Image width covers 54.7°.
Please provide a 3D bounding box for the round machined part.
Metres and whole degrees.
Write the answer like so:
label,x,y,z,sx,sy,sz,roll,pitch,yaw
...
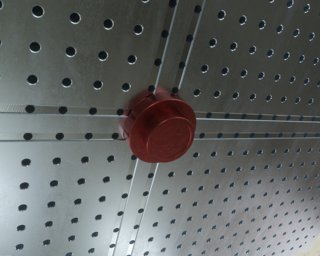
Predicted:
label,x,y,z,sx,sy,sz,roll,pitch,yaw
round machined part,0.006,0.007,0.409,0.099,0.042,0.097,-14,125,-21
